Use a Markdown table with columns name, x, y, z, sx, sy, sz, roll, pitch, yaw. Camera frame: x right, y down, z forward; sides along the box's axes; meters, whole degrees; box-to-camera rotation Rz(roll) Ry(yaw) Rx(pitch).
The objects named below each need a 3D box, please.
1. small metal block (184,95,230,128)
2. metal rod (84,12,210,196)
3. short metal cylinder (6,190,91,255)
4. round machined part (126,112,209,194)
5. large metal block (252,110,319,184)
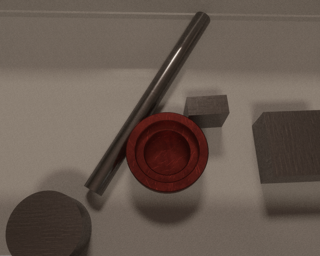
| name | x | y | z | sx | sy | sz | roll | pitch | yaw |
| --- | --- | --- | --- | --- | --- | --- | --- | --- | --- |
| small metal block | 0.059 | -0.020 | 0.404 | 0.050 | 0.050 | 0.025 | -4 | 70 | -2 |
| metal rod | -0.009 | -0.045 | 0.425 | 0.025 | 0.025 | 0.300 | 28 | 72 | 9 |
| short metal cylinder | -0.123 | 0.115 | 0.353 | 0.081 | 0.050 | 0.080 | 0 | 70 | 0 |
| round machined part | 0.009 | 0.033 | 0.387 | 0.099 | 0.042 | 0.098 | 0 | 72 | 0 |
| large metal block | 0.168 | 0.025 | 0.389 | 0.081 | 0.050 | 0.080 | -2 | 70 | -1 |
